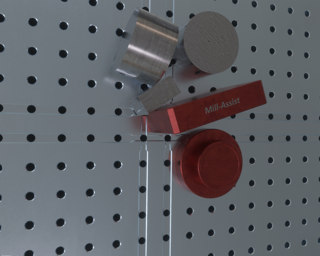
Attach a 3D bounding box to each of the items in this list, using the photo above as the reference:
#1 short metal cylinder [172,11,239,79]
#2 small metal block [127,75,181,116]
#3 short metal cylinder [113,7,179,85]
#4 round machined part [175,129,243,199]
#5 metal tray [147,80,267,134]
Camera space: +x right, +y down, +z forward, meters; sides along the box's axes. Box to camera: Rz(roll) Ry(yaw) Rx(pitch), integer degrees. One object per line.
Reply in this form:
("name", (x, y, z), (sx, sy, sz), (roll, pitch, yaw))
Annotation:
("short metal cylinder", (0.058, -0.110, 0.421), (0.081, 0.050, 0.079), (0, 90, -20))
("small metal block", (-0.009, -0.040, 0.396), (0.050, 0.050, 0.025), (-36, 102, -17))
("short metal cylinder", (-0.019, -0.098, 0.377), (0.050, 0.080, 0.080), (19, 84, -19))
("round machined part", (0.074, 0.050, 0.431), (0.099, 0.042, 0.097), (0, 90, -20))
("metal tray", (0.057, -0.027, 0.399), (0.131, 0.090, 0.030), (-18, 97, -19))
